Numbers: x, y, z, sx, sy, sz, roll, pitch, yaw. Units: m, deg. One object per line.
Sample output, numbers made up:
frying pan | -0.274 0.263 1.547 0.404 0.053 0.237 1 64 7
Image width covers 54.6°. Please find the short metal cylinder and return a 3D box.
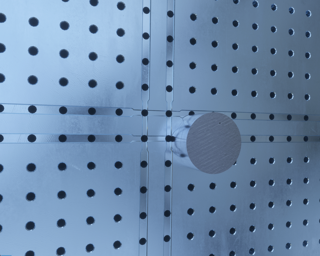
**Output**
short metal cylinder | 0.062 0.019 0.422 0.081 0.050 0.080 0 90 -20
